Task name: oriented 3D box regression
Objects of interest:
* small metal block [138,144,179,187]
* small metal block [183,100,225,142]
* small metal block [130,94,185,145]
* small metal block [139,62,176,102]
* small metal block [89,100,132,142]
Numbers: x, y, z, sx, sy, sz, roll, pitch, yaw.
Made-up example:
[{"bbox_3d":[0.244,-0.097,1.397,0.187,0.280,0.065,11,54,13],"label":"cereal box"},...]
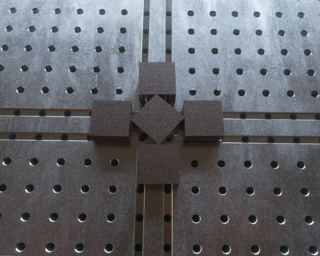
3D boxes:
[{"bbox_3d":[-0.002,0.048,0.394,0.050,0.025,0.050,0,70,0],"label":"small metal block"},{"bbox_3d":[0.057,-0.009,0.416,0.050,0.025,0.050,0,70,-1],"label":"small metal block"},{"bbox_3d":[-0.003,-0.008,0.414,0.050,0.025,0.050,40,75,13],"label":"small metal block"},{"bbox_3d":[-0.004,-0.065,0.435,0.050,0.025,0.050,0,70,-1],"label":"small metal block"},{"bbox_3d":[-0.064,-0.009,0.414,0.050,0.025,0.050,1,70,0],"label":"small metal block"}]
